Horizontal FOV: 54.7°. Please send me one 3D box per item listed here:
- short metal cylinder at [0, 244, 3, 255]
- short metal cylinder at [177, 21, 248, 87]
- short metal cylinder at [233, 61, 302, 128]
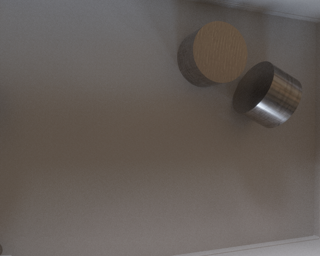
[{"bbox_3d":[-0.208,0.132,0.305,0.080,0.080,0.050,29,81,-18],"label":"short metal cylinder"},{"bbox_3d":[0.070,-0.098,0.423,0.081,0.050,0.080,0,90,-20],"label":"short metal cylinder"},{"bbox_3d":[0.149,-0.046,0.436,0.050,0.080,0.080,26,82,-18],"label":"short metal cylinder"}]
